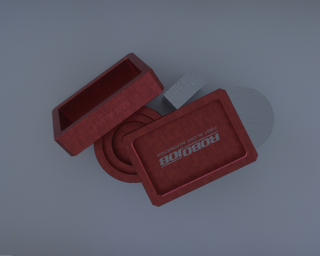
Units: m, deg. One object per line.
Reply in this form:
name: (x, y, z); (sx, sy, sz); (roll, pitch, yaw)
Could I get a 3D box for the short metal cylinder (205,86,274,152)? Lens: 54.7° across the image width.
short metal cylinder: (0.098, -0.011, 0.398); (0.081, 0.050, 0.079); (0, 90, -1)

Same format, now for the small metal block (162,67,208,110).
small metal block: (0.030, -0.048, 0.397); (0.050, 0.050, 0.025); (-43, 90, -2)

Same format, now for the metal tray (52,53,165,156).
metal tray: (-0.067, -0.033, 0.375); (0.130, 0.090, 0.030); (-36, 122, -1)

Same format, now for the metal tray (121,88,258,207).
metal tray: (0.033, 0.022, 0.360); (0.130, 0.030, 0.090); (-26, 90, 4)

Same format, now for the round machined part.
round machined part: (-0.032, 0.019, 0.402); (0.099, 0.042, 0.097); (0, 90, -1)
